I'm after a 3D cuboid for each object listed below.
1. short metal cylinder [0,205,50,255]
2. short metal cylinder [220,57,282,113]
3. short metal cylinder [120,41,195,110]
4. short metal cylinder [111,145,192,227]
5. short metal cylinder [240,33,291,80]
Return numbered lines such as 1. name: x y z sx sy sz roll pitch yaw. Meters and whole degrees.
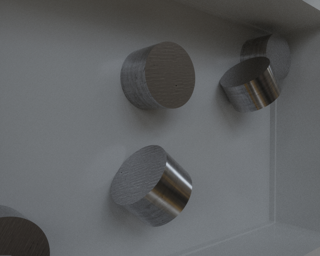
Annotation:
1. short metal cylinder: -0.145 0.112 0.269 0.081 0.050 0.080 0 90 -40
2. short metal cylinder: 0.143 -0.069 0.491 0.080 0.080 0.050 -49 120 -28
3. short metal cylinder: -0.002 -0.063 0.388 0.081 0.050 0.080 0 90 -40
4. short metal cylinder: -0.010 0.067 0.362 0.050 0.080 0.080 47 62 -30
5. short metal cylinder: 0.187 -0.122 0.546 0.081 0.050 0.080 0 90 -40
